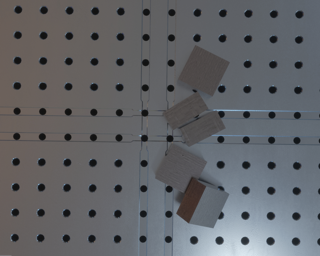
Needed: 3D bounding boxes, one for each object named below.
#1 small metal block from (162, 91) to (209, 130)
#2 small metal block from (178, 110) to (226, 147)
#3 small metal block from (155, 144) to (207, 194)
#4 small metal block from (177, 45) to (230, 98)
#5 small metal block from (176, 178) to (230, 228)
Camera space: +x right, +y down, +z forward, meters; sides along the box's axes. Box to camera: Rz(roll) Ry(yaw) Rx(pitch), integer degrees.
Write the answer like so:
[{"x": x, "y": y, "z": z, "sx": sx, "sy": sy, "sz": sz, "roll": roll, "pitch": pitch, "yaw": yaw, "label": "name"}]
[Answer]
[{"x": 0.031, "y": -0.021, "z": 0.401, "sx": 0.050, "sy": 0.050, "sz": 0.025, "roll": -32, "pitch": 90, "yaw": 0, "label": "small metal block"}, {"x": 0.052, "y": 0.000, "z": 0.401, "sx": 0.050, "sy": 0.050, "sz": 0.025, "roll": -27, "pitch": 90, "yaw": 0, "label": "small metal block"}, {"x": 0.028, "y": 0.055, "z": 0.414, "sx": 0.050, "sy": 0.025, "sz": 0.050, "roll": 27, "pitch": 90, "yaw": 0, "label": "small metal block"}, {"x": 0.057, "y": -0.074, "z": 0.414, "sx": 0.050, "sy": 0.025, "sz": 0.050, "roll": 27, "pitch": 90, "yaw": 0, "label": "small metal block"}, {"x": 0.056, "y": 0.098, "z": 0.401, "sx": 0.050, "sy": 0.025, "sz": 0.050, "roll": 25, "pitch": 90, "yaw": -39, "label": "small metal block"}]
